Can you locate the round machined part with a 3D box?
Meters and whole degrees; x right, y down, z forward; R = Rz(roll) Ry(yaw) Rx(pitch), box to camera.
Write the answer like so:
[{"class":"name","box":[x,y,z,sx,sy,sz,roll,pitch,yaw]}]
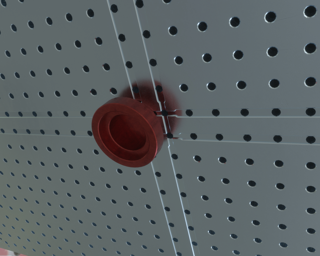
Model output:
[{"class":"round machined part","box":[-0.040,0.002,0.421,0.098,0.042,0.097,13,124,20]}]
